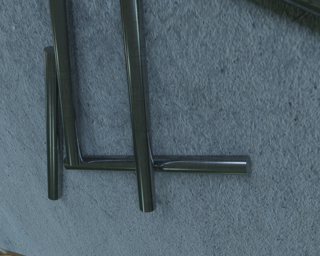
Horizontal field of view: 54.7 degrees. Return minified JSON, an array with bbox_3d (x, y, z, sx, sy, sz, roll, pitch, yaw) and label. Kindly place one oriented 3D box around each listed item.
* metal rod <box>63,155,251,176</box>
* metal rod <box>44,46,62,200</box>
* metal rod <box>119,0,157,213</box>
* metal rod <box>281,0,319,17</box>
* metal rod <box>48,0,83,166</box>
[{"bbox_3d":[-0.023,0.052,0.450,0.300,0.025,0.025,-3,117,29],"label":"metal rod"},{"bbox_3d":[-0.172,0.012,0.504,0.025,0.025,0.298,24,127,13],"label":"metal rod"},{"bbox_3d":[-0.025,-0.023,0.384,0.025,0.025,0.298,8,116,24],"label":"metal rod"},{"bbox_3d":[0.099,-0.131,0.273,0.301,0.025,0.025,29,128,9],"label":"metal rod"},{"bbox_3d":[-0.125,-0.077,0.414,0.025,0.025,0.298,15,122,19],"label":"metal rod"}]
